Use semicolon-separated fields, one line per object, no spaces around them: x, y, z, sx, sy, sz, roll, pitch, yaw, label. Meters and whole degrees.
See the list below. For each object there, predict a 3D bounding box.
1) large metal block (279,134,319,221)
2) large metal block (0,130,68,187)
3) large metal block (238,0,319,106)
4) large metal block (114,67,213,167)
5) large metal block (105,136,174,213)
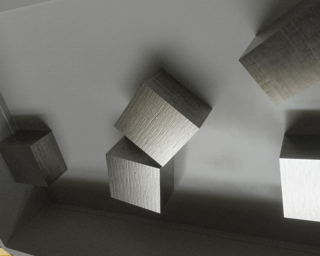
0.176;0.054;0.333;0.080;0.050;0.080;0;118;28;large metal block
-0.220;0.051;0.537;0.080;0.050;0.079;1;119;27;large metal block
0.123;-0.074;0.262;0.050;0.080;0.080;49;128;-7;large metal block
0.003;-0.013;0.382;0.080;0.050;0.080;40;129;0;large metal block
-0.026;0.065;0.445;0.080;0.050;0.079;13;124;21;large metal block
